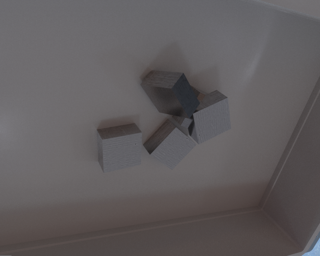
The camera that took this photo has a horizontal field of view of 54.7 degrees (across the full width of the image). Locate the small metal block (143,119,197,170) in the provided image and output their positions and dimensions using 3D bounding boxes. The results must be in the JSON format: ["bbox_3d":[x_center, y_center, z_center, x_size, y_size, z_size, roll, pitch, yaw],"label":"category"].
[{"bbox_3d":[0.014,0.023,0.430,0.050,0.025,0.050,-47,129,5],"label":"small metal block"}]

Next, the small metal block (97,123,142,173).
[{"bbox_3d":[-0.052,0.025,0.396,0.050,0.025,0.050,-10,123,-23],"label":"small metal block"}]

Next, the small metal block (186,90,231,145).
[{"bbox_3d":[0.062,-0.014,0.401,0.050,0.025,0.050,-25,128,-13],"label":"small metal block"}]

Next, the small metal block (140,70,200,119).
[{"bbox_3d":[0.013,-0.041,0.370,0.025,0.050,0.050,-54,133,-22],"label":"small metal block"}]

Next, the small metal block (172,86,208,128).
[{"bbox_3d":[0.053,-0.024,0.423,0.050,0.025,0.050,19,109,-36],"label":"small metal block"}]
